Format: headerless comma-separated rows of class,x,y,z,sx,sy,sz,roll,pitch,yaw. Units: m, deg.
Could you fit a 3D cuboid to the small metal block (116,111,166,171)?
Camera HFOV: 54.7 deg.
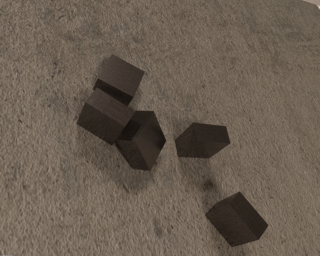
small metal block,-0.020,0.015,0.368,0.050,0.025,0.050,-61,142,-39

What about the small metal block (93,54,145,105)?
small metal block,-0.054,-0.064,0.415,0.050,0.025,0.050,27,52,-12

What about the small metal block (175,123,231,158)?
small metal block,0.055,0.018,0.408,0.050,0.050,0.025,6,59,-26

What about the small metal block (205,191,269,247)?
small metal block,0.091,0.110,0.371,0.025,0.050,0.050,-35,82,-38

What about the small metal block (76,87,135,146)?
small metal block,-0.064,-0.012,0.361,0.050,0.050,0.025,33,53,-7
